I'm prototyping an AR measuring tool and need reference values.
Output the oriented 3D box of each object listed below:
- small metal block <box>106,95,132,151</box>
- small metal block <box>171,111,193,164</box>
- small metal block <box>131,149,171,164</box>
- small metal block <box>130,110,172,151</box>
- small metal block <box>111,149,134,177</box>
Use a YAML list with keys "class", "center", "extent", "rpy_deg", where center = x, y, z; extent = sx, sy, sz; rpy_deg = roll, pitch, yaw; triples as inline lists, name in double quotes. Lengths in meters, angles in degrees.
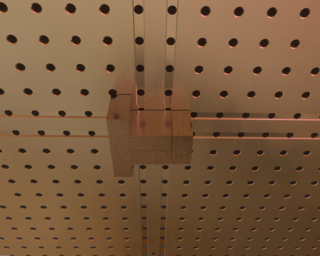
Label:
- class: "small metal block"
  center: [-0.049, -0.007, 0.388]
  extent: [0.025, 0.050, 0.050]
  rpy_deg: [0, 130, 0]
- class: "small metal block"
  center: [0.027, 0.012, 0.405]
  extent: [0.025, 0.050, 0.050]
  rpy_deg: [0, 130, 0]
- class: "small metal block"
  center: [-0.011, 0.022, 0.413]
  extent: [0.050, 0.050, 0.025]
  rpy_deg: [0, 130, -1]
- class: "small metal block"
  center: [-0.011, 0.002, 0.396]
  extent: [0.050, 0.050, 0.025]
  rpy_deg: [0, 130, -1]
- class: "small metal block"
  center: [-0.049, 0.031, 0.420]
  extent: [0.025, 0.050, 0.050]
  rpy_deg: [0, 130, 0]
